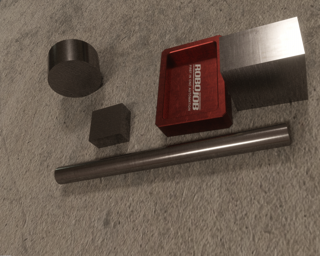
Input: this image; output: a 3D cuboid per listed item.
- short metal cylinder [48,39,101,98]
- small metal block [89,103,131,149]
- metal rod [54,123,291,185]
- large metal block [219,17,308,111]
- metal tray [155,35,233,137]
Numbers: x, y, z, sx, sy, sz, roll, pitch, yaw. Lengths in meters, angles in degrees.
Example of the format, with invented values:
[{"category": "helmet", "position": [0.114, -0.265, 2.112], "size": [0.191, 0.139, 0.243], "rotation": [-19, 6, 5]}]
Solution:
[{"category": "short metal cylinder", "position": [-0.137, -0.094, 0.496], "size": [0.080, 0.080, 0.050], "rotation": [-24, 53, 13]}, {"category": "small metal block", "position": [-0.071, -0.003, 0.441], "size": [0.050, 0.025, 0.050], "rotation": [-14, 56, 20]}, {"category": "metal rod", "position": [-0.002, 0.037, 0.380], "size": [0.301, 0.025, 0.025], "rotation": [-12, 57, 21]}, {"category": "large metal block", "position": [0.117, -0.067, 0.348], "size": [0.080, 0.080, 0.050], "rotation": [-9, 58, 23]}, {"category": "metal tray", "position": [0.045, -0.057, 0.410], "size": [0.090, 0.030, 0.130], "rotation": [-9, 58, 23]}]
